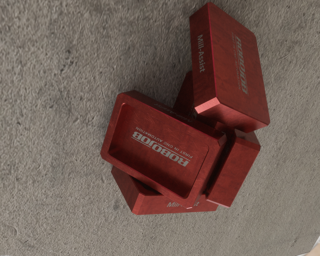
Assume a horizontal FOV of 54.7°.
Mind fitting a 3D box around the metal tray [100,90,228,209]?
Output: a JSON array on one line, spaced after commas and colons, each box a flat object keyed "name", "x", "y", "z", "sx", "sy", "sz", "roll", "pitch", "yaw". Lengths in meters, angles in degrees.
[{"name": "metal tray", "x": 0.000, "y": 0.022, "z": 0.360, "sx": 0.030, "sy": 0.130, "sz": 0.089, "roll": -26, "pitch": 140, "yaw": -62}]

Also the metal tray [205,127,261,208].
[{"name": "metal tray", "x": 0.091, "y": 0.032, "z": 0.415, "sx": 0.030, "sy": 0.130, "sz": 0.089, "roll": 20, "pitch": 112, "yaw": -1}]

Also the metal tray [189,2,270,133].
[{"name": "metal tray", "x": 0.078, "y": -0.067, "z": 0.351, "sx": 0.091, "sy": 0.130, "sz": 0.030, "roll": 19, "pitch": 149, "yaw": -36}]

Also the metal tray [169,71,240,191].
[{"name": "metal tray", "x": 0.046, "y": 0.004, "z": 0.395, "sx": 0.030, "sy": 0.090, "sz": 0.129, "roll": 7, "pitch": 115, "yaw": -32}]

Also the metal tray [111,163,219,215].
[{"name": "metal tray", "x": 0.010, "y": 0.073, "z": 0.418, "sx": 0.131, "sy": 0.090, "sz": 0.030, "roll": 7, "pitch": 115, "yaw": -32}]
